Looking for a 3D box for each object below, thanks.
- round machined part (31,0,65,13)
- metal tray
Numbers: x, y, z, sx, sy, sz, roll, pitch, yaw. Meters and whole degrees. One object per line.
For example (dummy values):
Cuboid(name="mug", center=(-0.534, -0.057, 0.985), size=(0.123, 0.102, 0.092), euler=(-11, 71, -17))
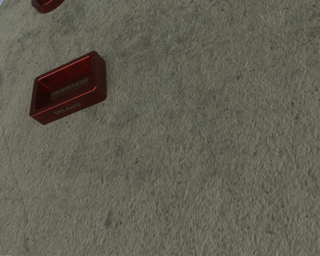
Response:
Cuboid(name="round machined part", center=(-0.265, -0.321, 0.729), size=(0.098, 0.042, 0.098), euler=(-13, 56, 21))
Cuboid(name="metal tray", center=(-0.154, -0.067, 0.522), size=(0.130, 0.030, 0.090), euler=(-20, 54, 16))
